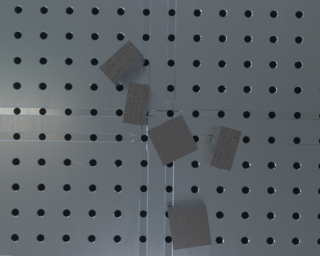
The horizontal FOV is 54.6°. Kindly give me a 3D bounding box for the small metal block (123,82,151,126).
[{"bbox_3d":[-0.029,-0.029,0.401,0.025,0.050,0.050,9,90,0],"label":"small metal block"}]

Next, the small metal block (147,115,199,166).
[{"bbox_3d":[0.017,0.016,0.413,0.050,0.025,0.050,-26,90,0],"label":"small metal block"}]

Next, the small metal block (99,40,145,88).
[{"bbox_3d":[-0.047,-0.081,0.401,0.050,0.050,0.025,-42,90,0],"label":"small metal block"}]

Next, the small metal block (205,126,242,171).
[{"bbox_3d":[0.080,0.025,0.401,0.025,0.050,0.050,16,90,0],"label":"small metal block"}]

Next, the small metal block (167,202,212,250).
[{"bbox_3d":[0.039,0.130,0.414,0.050,0.025,0.050,-8,90,0],"label":"small metal block"}]
